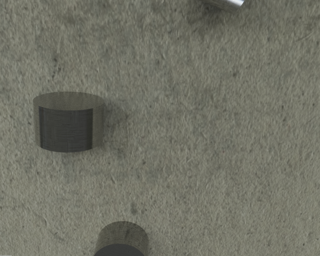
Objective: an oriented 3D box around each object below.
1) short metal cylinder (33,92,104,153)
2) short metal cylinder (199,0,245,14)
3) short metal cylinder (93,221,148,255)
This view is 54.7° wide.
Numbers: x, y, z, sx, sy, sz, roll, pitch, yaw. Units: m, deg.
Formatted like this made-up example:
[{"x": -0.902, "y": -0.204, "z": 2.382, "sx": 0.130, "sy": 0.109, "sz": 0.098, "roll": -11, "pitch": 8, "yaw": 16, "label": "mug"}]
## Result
[{"x": -0.109, "y": -0.010, "z": 0.375, "sx": 0.081, "sy": 0.080, "sz": 0.050, "roll": 5, "pitch": 110, "yaw": -2, "label": "short metal cylinder"}, {"x": 0.069, "y": -0.167, "z": 0.320, "sx": 0.050, "sy": 0.080, "sz": 0.079, "roll": 20, "pitch": 109, "yaw": -8, "label": "short metal cylinder"}, {"x": -0.058, "y": 0.189, "z": 0.465, "sx": 0.081, "sy": 0.050, "sz": 0.079, "roll": 0, "pitch": 110, "yaw": -1, "label": "short metal cylinder"}]
